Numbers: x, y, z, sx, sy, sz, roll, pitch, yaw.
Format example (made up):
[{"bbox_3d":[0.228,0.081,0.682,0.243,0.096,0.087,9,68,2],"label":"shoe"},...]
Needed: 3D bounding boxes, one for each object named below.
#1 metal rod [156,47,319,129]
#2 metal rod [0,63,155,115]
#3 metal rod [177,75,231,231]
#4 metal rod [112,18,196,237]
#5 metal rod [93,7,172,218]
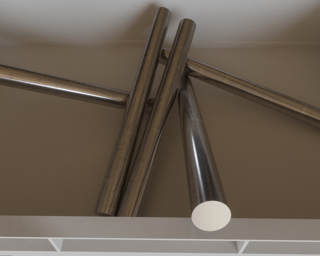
[{"bbox_3d":[0.128,-0.050,0.428,0.301,0.025,0.025,24,54,12],"label":"metal rod"},{"bbox_3d":[-0.141,-0.054,0.379,0.302,0.025,0.025,10,47,-20],"label":"metal rod"},{"bbox_3d":[0.034,-0.008,0.333,0.025,0.025,0.300,0,25,0],"label":"metal rod"},{"bbox_3d":[0.002,-0.021,0.382,0.025,0.025,0.300,12,63,10],"label":"metal rod"},{"bbox_3d":[-0.027,-0.039,0.393,0.025,0.025,0.300,10,64,8],"label":"metal rod"}]
